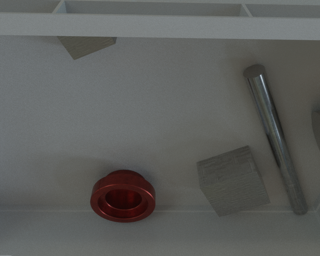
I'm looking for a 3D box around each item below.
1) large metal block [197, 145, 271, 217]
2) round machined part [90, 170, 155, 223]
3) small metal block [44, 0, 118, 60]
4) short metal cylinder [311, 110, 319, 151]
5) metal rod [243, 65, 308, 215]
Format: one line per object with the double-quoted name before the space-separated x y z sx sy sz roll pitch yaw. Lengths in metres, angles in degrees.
"large metal block" 0.110 0.082 0.464 0.080 0.050 0.080 -21 127 16
"round machined part" -0.056 0.103 0.485 0.099 0.042 0.097 -1 130 0
"small metal block" -0.078 -0.104 0.316 0.050 0.025 0.050 -17 132 17
"short metal cylinder" 0.230 0.010 0.386 0.050 0.080 0.080 -17 128 13
"metal rod" 0.174 0.037 0.442 0.025 0.025 0.299 -21 128 16
